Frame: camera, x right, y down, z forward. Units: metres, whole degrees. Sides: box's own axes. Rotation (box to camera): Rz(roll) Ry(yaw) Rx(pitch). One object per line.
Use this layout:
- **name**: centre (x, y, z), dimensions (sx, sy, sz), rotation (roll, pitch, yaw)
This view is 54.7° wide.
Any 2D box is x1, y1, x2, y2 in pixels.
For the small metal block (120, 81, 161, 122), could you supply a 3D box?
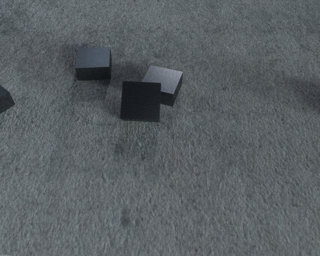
- **small metal block**: centre (-0.025, -0.035, 0.416), dimensions (0.050, 0.025, 0.050), rotation (3, 85, 2)

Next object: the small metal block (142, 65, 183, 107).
- **small metal block**: centre (0.002, -0.063, 0.456), dimensions (0.050, 0.025, 0.050), rotation (14, 51, 11)

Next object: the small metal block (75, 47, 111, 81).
- **small metal block**: centre (-0.103, -0.101, 0.487), dimensions (0.050, 0.025, 0.050), rotation (-3, 50, -3)

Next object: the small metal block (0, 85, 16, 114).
- **small metal block**: centre (-0.243, -0.039, 0.433), dimensions (0.050, 0.025, 0.050), rotation (32, 57, 24)
